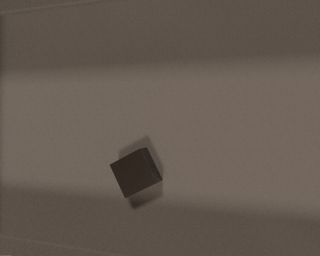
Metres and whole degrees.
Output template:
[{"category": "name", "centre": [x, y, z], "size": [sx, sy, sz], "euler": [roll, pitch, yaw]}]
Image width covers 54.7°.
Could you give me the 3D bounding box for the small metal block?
[{"category": "small metal block", "centre": [-0.032, 0.060, 0.421], "size": [0.050, 0.025, 0.050], "euler": [-29, 81, 17]}]
